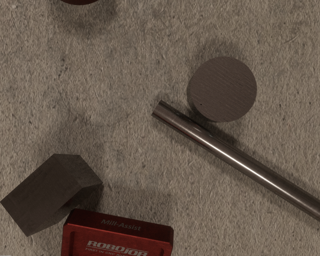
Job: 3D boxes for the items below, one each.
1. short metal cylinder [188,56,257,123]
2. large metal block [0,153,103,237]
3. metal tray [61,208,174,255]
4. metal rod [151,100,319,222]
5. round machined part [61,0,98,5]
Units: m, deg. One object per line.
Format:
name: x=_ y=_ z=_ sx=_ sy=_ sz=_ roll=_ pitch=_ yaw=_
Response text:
short metal cylinder: x=0.077 y=-0.047 z=0.399 sx=0.081 sy=0.050 sz=0.079 roll=0 pitch=90 yaw=-1
large metal block: x=-0.126 y=0.077 z=0.378 sx=0.080 sy=0.080 sz=0.050 roll=-42 pitch=82 yaw=0
metal tray: x=-0.055 y=0.157 z=0.390 sx=0.131 sy=0.030 sz=0.089 roll=11 pitch=113 yaw=-1
metal rod: x=0.122 y=0.053 z=0.411 sx=0.301 sy=0.025 sz=0.025 roll=32 pitch=90 yaw=-1
round machined part: x=-0.104 y=-0.207 z=0.400 sx=0.099 sy=0.042 sz=0.097 roll=0 pitch=90 yaw=-1
